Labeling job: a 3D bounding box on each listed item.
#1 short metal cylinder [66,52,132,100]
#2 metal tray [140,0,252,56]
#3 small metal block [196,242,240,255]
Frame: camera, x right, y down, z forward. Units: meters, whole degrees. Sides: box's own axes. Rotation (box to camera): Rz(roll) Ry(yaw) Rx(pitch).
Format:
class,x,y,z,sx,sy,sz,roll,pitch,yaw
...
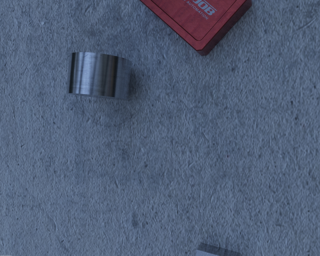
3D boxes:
class,x,y,z,sx,sy,sz,roll,pitch,yaw
short metal cylinder,-0.080,-0.066,0.408,0.080,0.080,0.050,6,92,20
metal tray,0.038,-0.167,0.392,0.130,0.030,0.090,46,104,14
small metal block,0.069,0.177,0.385,0.050,0.025,0.050,9,93,19
